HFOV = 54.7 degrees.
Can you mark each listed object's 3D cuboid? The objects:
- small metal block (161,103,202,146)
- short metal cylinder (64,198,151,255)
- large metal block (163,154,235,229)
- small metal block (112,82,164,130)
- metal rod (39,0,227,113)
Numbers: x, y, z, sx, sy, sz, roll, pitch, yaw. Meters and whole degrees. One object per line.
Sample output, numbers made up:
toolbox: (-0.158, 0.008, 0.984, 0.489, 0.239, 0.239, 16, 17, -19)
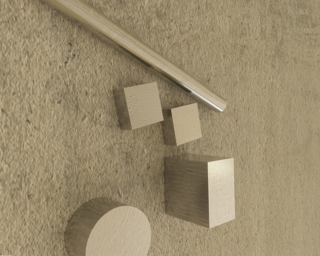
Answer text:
small metal block: (0.029, -0.006, 0.431, 0.050, 0.025, 0.050, -16, 101, -39)
short metal cylinder: (-0.057, 0.121, 0.343, 0.081, 0.050, 0.079, 0, 90, -40)
large metal block: (0.051, 0.079, 0.414, 0.050, 0.080, 0.079, -3, 92, -40)
small metal block: (-0.027, -0.028, 0.384, 0.050, 0.025, 0.050, -18, 102, -39)
metal rod: (-0.013, -0.088, 0.395, 0.301, 0.025, 0.025, 26, 74, -37)
